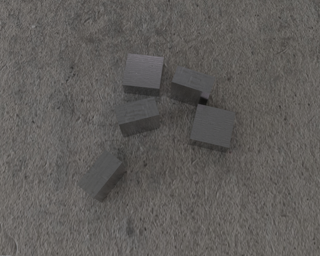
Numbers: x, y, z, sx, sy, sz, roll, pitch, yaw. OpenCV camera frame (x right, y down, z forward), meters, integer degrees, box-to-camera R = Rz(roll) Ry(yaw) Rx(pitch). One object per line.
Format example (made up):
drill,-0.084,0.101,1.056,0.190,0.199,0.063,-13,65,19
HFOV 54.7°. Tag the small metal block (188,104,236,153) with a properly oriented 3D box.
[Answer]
small metal block,0.068,0.001,0.408,0.050,0.025,0.050,13,71,4

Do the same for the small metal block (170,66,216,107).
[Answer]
small metal block,0.043,-0.053,0.414,0.050,0.050,0.025,18,71,6

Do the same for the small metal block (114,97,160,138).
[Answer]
small metal block,-0.028,-0.013,0.399,0.050,0.050,0.025,-14,71,-5

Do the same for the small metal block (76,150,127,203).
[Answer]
small metal block,-0.068,0.059,0.373,0.025,0.050,0.050,35,74,12

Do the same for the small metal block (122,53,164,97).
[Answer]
small metal block,-0.023,-0.074,0.435,0.050,0.025,0.050,7,70,2
